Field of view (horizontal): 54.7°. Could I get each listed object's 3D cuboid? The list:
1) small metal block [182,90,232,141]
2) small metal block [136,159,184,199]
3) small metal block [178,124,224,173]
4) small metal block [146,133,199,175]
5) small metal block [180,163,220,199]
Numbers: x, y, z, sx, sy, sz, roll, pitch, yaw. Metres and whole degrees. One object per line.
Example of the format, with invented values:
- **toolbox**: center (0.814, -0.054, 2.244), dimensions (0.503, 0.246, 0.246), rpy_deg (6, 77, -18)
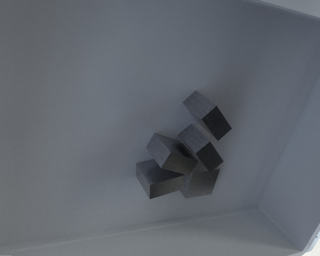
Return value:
- **small metal block**: center (0.063, -0.017, 0.416), dimensions (0.025, 0.050, 0.050), rpy_deg (-42, 129, 1)
- **small metal block**: center (-0.001, 0.067, 0.433), dimensions (0.050, 0.050, 0.025), rpy_deg (-12, 124, -22)
- **small metal block**: center (0.058, 0.029, 0.442), dimensions (0.025, 0.050, 0.050), rpy_deg (-40, 129, -1)
- **small metal block**: center (0.016, 0.035, 0.423), dimensions (0.050, 0.050, 0.025), rpy_deg (20, 108, -36)
- **small metal block**: center (0.062, 0.081, 0.492), dimensions (0.050, 0.025, 0.050), rpy_deg (-2, 120, -27)
